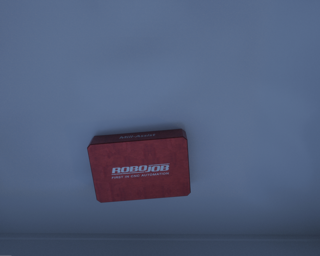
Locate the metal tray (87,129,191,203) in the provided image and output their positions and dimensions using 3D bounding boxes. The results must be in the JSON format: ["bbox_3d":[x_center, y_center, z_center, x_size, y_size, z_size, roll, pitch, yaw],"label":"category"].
[{"bbox_3d":[-0.026,0.053,0.428,0.131,0.030,0.089,-5,110,1],"label":"metal tray"}]
